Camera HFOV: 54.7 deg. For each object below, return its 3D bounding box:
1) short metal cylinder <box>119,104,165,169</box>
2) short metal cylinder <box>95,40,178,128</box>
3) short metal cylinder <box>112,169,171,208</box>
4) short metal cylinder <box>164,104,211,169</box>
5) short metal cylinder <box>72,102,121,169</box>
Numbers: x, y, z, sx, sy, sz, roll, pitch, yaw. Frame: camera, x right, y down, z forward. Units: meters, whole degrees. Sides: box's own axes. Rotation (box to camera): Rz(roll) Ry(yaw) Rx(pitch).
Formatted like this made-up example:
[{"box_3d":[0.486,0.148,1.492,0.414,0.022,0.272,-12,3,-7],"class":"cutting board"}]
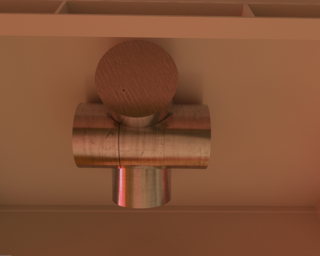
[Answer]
[{"box_3d":[-0.020,0.010,0.379,0.050,0.080,0.079,1,130,-1],"class":"short metal cylinder"},{"box_3d":[-0.023,-0.044,0.324,0.081,0.080,0.050,1,168,-1],"class":"short metal cylinder"},{"box_3d":[-0.025,0.071,0.421,0.081,0.080,0.050,0,96,0],"class":"short metal cylinder"},{"box_3d":[0.031,0.010,0.380,0.050,0.080,0.079,1,130,-1],"class":"short metal cylinder"},{"box_3d":[-0.071,0.009,0.378,0.050,0.080,0.079,1,130,-1],"class":"short metal cylinder"}]
